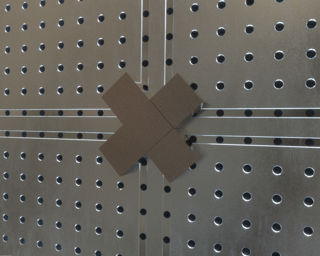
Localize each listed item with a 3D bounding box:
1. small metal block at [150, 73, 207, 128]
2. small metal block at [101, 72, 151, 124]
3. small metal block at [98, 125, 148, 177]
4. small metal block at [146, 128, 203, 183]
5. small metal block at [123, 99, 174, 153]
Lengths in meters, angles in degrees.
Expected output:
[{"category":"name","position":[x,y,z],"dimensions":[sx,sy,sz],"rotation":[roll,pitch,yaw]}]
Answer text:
[{"category":"small metal block","position":[0.024,-0.035,0.403],"dimensions":[0.050,0.025,0.050],"rotation":[-43,77,14]},{"category":"small metal block","position":[-0.043,-0.040,0.427],"dimensions":[0.050,0.025,0.050],"rotation":[-42,77,14]},{"category":"small metal block","position":[-0.047,0.031,0.428],"dimensions":[0.050,0.025,0.050],"rotation":[-43,77,14]},{"category":"small metal block","position":[0.019,0.035,0.405],"dimensions":[0.050,0.025,0.050],"rotation":[-42,77,14]},{"category":"small metal block","position":[-0.012,-0.002,0.415],"dimensions":[0.050,0.025,0.050],"rotation":[-43,77,14]}]
